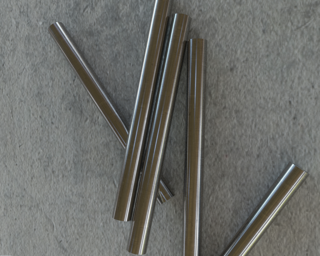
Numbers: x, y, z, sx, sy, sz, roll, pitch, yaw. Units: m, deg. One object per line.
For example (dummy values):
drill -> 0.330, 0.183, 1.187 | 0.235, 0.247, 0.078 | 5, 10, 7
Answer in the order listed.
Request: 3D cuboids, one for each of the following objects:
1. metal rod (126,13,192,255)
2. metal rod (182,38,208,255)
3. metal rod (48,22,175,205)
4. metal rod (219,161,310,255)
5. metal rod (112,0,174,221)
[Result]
metal rod -> 0.000, 0.004, 0.389 | 0.025, 0.025, 0.298 | 10, 86, 19
metal rod -> 0.043, 0.039, 0.393 | 0.025, 0.025, 0.298 | 2, 91, 19
metal rod -> -0.073, -0.027, 0.433 | 0.025, 0.025, 0.299 | -37, 79, 16
metal rod -> 0.080, 0.169, 0.380 | 0.025, 0.025, 0.299 | 35, 101, 16
metal rod -> -0.020, -0.033, 0.396 | 0.025, 0.025, 0.298 | 9, 86, 19
